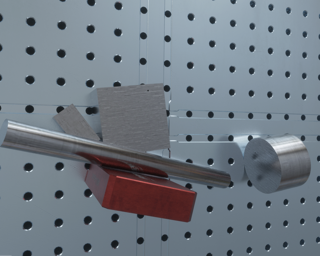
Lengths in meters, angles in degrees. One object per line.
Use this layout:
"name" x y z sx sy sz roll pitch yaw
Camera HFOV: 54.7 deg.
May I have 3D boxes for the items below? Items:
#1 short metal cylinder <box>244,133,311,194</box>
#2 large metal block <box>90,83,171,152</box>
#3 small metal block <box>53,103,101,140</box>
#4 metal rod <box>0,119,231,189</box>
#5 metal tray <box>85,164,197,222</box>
"short metal cylinder" 0.167 0.050 0.447 0.050 0.080 0.079 -8 93 -20
"large metal block" -0.038 -0.010 0.386 0.081 0.050 0.079 -7 93 -20
"small metal block" -0.099 0.000 0.363 0.025 0.050 0.050 -39 103 -16
"metal rod" -0.021 0.040 0.357 0.302 0.025 0.025 17 84 -38
"metal tray" -0.028 0.067 0.347 0.091 0.130 0.030 16 85 -20
